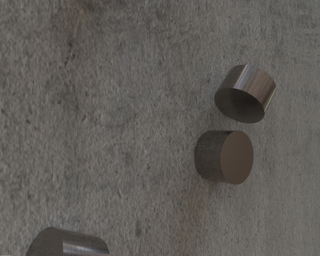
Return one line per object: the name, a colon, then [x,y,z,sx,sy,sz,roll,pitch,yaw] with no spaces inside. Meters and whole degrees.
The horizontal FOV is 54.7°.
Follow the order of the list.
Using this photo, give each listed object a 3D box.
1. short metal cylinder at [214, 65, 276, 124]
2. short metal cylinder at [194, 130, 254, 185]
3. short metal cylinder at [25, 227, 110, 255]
short metal cylinder: [0.132,-0.052,0.483,0.080,0.080,0.050,48,61,-30]
short metal cylinder: [0.099,0.043,0.474,0.081,0.050,0.079,0,90,-40]
short metal cylinder: [-0.092,0.140,0.294,0.050,0.080,0.080,29,72,-37]
